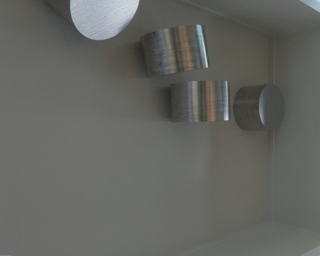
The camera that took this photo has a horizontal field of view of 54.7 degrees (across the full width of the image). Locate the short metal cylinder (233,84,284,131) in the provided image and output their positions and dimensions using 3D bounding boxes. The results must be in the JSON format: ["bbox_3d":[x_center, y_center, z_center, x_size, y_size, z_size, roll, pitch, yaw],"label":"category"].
[{"bbox_3d":[0.172,-0.035,0.538,0.081,0.050,0.079,0,90,-40],"label":"short metal cylinder"}]

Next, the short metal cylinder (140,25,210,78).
[{"bbox_3d":[0.019,-0.094,0.389,0.081,0.080,0.050,-17,101,-39],"label":"short metal cylinder"}]

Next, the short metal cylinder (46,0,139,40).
[{"bbox_3d":[-0.067,-0.137,0.310,0.080,0.050,0.080,-35,149,-24],"label":"short metal cylinder"}]

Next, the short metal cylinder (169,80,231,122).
[{"bbox_3d":[0.054,-0.035,0.418,0.081,0.080,0.050,-5,93,-40],"label":"short metal cylinder"}]
